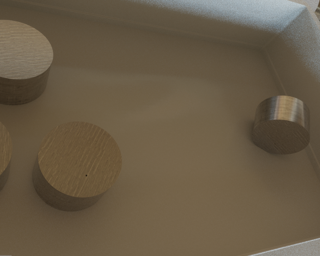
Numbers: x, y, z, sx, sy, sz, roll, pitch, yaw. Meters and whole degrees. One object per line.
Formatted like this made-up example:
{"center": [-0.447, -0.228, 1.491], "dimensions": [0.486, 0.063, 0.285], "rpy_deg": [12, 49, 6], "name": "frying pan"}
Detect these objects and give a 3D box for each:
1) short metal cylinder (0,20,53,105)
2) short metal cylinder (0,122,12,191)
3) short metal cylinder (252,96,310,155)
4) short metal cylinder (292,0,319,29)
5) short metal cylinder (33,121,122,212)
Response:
{"center": [-0.165, -0.072, 0.345], "dimensions": [0.081, 0.050, 0.080], "rpy_deg": [14, 56, -21], "name": "short metal cylinder"}
{"center": [-0.178, 0.028, 0.277], "dimensions": [0.081, 0.050, 0.080], "rpy_deg": [14, 56, -21], "name": "short metal cylinder"}
{"center": [0.186, -0.003, 0.475], "dimensions": [0.080, 0.080, 0.050], "rpy_deg": [29, 52, -10], "name": "short metal cylinder"}
{"center": [0.372, -0.288, 0.753], "dimensions": [0.050, 0.080, 0.080], "rpy_deg": [12, 57, -22], "name": "short metal cylinder"}
{"center": [-0.086, 0.040, 0.320], "dimensions": [0.081, 0.050, 0.080], "rpy_deg": [14, 56, -21], "name": "short metal cylinder"}
